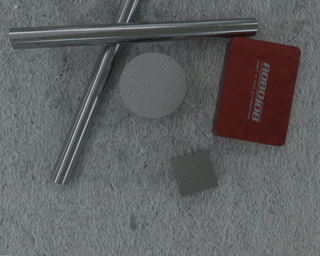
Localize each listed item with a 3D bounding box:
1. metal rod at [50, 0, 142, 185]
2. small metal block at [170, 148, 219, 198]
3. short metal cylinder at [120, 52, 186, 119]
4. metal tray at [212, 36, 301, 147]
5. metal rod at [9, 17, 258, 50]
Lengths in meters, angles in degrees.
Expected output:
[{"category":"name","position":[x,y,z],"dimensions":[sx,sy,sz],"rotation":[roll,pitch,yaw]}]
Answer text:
[{"category":"metal rod","position":[-0.078,-0.068,0.409],"dimensions":[0.025,0.025,0.299],"rotation":[22,90,0]},{"category":"small metal block","position":[0.044,0.058,0.410],"dimensions":[0.050,0.025,0.050],"rotation":[-17,90,0]},{"category":"short metal cylinder","position":[-0.008,-0.051,0.397],"dimensions":[0.081,0.050,0.079],"rotation":[0,90,0]},{"category":"metal tray","position":[0.125,-0.047,0.408],"dimensions":[0.091,0.030,0.129],"rotation":[10,90,0]},{"category":"metal rod","position":[-0.025,-0.120,0.388],"dimensions":[0.302,0.025,0.025],"rotation":[-6,90,-9]}]
